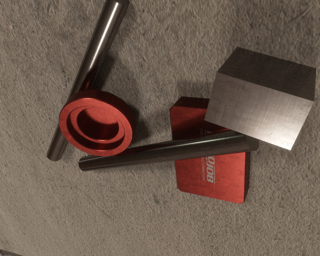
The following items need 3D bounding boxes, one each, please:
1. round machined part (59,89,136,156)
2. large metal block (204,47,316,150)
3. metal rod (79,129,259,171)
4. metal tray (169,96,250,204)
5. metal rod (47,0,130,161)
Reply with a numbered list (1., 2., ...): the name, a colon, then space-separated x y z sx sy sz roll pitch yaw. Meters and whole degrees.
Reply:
1. round machined part: -0.081 -0.011 0.418 0.099 0.042 0.097 4 130 6
2. large metal block: 0.098 -0.033 0.299 0.080 0.080 0.050 21 126 15
3. metal rod: -0.016 0.034 0.403 0.299 0.025 0.025 -13 112 43
4. metal tray: 0.064 0.028 0.387 0.090 0.030 0.129 7 122 24
5. metal rod: -0.112 -0.048 0.434 0.025 0.025 0.298 38 129 2
